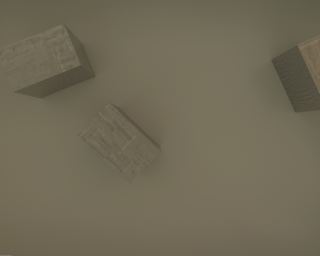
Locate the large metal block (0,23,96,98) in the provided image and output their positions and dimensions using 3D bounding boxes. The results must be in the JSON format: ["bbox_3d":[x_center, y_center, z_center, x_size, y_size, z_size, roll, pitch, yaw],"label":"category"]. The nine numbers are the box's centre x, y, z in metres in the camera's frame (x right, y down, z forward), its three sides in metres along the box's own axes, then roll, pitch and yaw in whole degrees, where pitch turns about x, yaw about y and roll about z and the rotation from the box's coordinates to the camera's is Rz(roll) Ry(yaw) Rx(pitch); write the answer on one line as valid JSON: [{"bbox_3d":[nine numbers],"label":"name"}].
[{"bbox_3d":[-0.134,-0.078,0.382,0.080,0.080,0.050,-22,90,0],"label":"large metal block"}]

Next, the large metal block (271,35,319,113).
[{"bbox_3d":[0.193,-0.067,0.386,0.050,0.080,0.080,-25,90,0],"label":"large metal block"}]

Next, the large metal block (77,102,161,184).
[{"bbox_3d":[-0.045,0.017,0.383,0.080,0.080,0.050,44,90,-1],"label":"large metal block"}]
